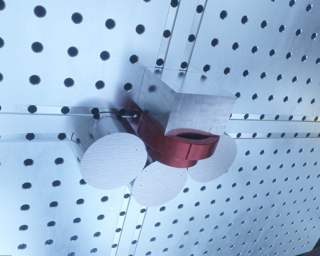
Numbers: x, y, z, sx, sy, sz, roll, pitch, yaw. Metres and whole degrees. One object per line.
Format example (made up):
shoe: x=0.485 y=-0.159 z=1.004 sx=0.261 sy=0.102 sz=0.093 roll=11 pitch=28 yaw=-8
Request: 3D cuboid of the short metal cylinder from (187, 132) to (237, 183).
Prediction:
short metal cylinder: x=0.064 y=0.032 z=0.450 sx=0.081 sy=0.050 sz=0.079 roll=-14 pitch=124 yaw=-21

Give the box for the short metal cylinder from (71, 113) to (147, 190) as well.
short metal cylinder: x=-0.062 y=0.028 z=0.379 sx=0.081 sy=0.050 sz=0.079 roll=-14 pitch=124 yaw=-21

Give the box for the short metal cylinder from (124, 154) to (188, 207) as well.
short metal cylinder: x=-0.009 y=0.061 z=0.428 sx=0.081 sy=0.050 sz=0.079 roll=-14 pitch=124 yaw=-21

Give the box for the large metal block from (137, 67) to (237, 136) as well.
large metal block: x=0.029 y=-0.033 z=0.371 sx=0.081 sy=0.080 sz=0.050 roll=1 pitch=118 yaw=-29

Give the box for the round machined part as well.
round machined part: x=0.020 y=0.014 z=0.381 sx=0.099 sy=0.098 sz=0.042 roll=2 pitch=117 yaw=-29
